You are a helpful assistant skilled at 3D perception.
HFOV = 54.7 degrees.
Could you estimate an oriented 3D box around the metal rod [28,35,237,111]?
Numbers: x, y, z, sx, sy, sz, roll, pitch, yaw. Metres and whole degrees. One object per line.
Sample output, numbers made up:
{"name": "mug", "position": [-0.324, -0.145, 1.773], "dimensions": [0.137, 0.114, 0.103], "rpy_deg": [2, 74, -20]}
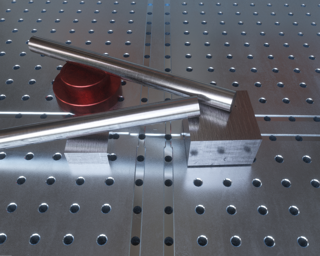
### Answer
{"name": "metal rod", "position": [-0.049, -0.078, 0.410], "dimensions": [0.301, 0.025, 0.025], "rpy_deg": [19, 52, 18]}

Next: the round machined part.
{"name": "round machined part", "position": [-0.107, -0.068, 0.452], "dimensions": [0.099, 0.042, 0.098], "rpy_deg": [0, 50, 0]}

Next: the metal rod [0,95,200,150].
{"name": "metal rod", "position": [-0.104, -0.001, 0.372], "dimensions": [0.302, 0.025, 0.025], "rpy_deg": [-9, 50, 5]}

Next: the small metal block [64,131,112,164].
{"name": "small metal block", "position": [-0.089, 0.018, 0.392], "dimensions": [0.050, 0.025, 0.050], "rpy_deg": [0, 50, -1]}

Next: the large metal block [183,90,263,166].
{"name": "large metal block", "position": [0.073, -0.001, 0.389], "dimensions": [0.081, 0.050, 0.080], "rpy_deg": [-1, 50, -2]}
